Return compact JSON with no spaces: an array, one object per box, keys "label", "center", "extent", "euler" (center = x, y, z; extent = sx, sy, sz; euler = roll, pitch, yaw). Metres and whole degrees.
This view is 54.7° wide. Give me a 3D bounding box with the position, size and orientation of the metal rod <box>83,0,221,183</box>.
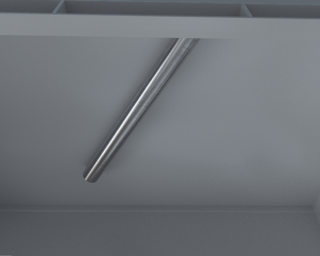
[{"label":"metal rod","center":[-0.027,-0.025,0.387],"extent":[0.025,0.025,0.298],"euler":[25,126,-20]}]
